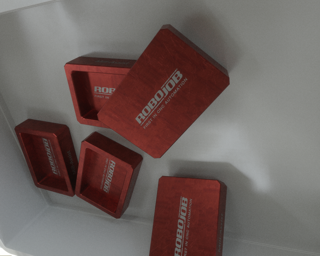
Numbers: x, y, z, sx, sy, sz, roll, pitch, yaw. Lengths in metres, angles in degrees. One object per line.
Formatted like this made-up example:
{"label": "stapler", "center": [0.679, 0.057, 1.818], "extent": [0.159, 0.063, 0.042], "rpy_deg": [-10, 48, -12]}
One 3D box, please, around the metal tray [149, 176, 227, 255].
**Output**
{"label": "metal tray", "center": [0.037, 0.133, 0.414], "extent": [0.090, 0.030, 0.129], "rpy_deg": [0, 73, 28]}

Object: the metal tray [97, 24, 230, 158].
{"label": "metal tray", "center": [0.002, -0.037, 0.349], "extent": [0.090, 0.030, 0.129], "rpy_deg": [36, 115, -12]}

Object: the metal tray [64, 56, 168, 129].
{"label": "metal tray", "center": [-0.056, -0.043, 0.406], "extent": [0.130, 0.030, 0.089], "rpy_deg": [9, 122, 23]}

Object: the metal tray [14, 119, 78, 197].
{"label": "metal tray", "center": [-0.188, 0.052, 0.534], "extent": [0.090, 0.030, 0.129], "rpy_deg": [8, 122, 23]}

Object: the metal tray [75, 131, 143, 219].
{"label": "metal tray", "center": [-0.086, 0.078, 0.496], "extent": [0.090, 0.030, 0.129], "rpy_deg": [26, 128, 11]}
